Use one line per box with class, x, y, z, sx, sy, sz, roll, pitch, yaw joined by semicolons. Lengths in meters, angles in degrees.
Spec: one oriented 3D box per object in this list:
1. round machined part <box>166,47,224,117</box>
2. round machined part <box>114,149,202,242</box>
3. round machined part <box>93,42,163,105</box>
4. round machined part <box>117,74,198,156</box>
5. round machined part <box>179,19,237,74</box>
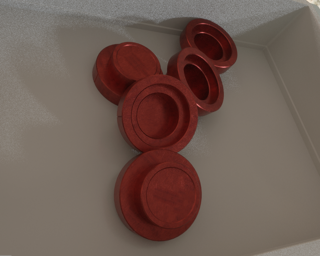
round machined part;0.045;-0.062;0.444;0.099;0.042;0.098;21;58;-38
round machined part;0.004;0.071;0.334;0.099;0.042;0.098;5;79;-24
round machined part;-0.038;-0.078;0.421;0.099;0.042;0.098;14;56;-21
round machined part;-0.006;-0.015;0.383;0.099;0.042;0.097;-1;92;-24
round machined part;0.075;-0.129;0.512;0.099;0.042;0.098;13;58;-22
